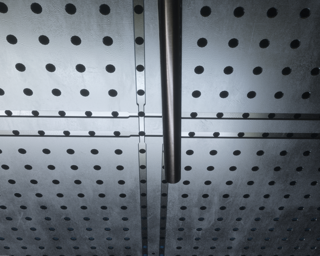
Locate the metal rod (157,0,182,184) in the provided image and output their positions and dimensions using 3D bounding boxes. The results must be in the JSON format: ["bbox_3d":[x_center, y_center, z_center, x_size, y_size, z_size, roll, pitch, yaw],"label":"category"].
[{"bbox_3d":[0.014,-0.037,0.380,0.025,0.025,0.298,-2,130,1],"label":"metal rod"}]
